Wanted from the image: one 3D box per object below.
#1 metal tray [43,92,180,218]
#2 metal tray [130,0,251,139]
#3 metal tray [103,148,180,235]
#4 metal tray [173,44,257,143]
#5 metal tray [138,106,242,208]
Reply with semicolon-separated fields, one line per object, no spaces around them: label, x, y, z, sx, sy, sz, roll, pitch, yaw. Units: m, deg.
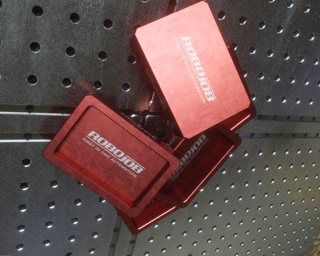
metal tray;-0.054;0.031;0.359;0.130;0.030;0.090;37;98;-9
metal tray;0.035;-0.064;0.350;0.091;0.030;0.129;-27;98;-12
metal tray;-0.026;0.090;0.451;0.090;0.030;0.129;-29;129;-10
metal tray;0.075;-0.041;0.425;0.090;0.030;0.130;-37;130;-4
metal tray;0.039;0.041;0.418;0.090;0.030;0.130;33;100;-39
